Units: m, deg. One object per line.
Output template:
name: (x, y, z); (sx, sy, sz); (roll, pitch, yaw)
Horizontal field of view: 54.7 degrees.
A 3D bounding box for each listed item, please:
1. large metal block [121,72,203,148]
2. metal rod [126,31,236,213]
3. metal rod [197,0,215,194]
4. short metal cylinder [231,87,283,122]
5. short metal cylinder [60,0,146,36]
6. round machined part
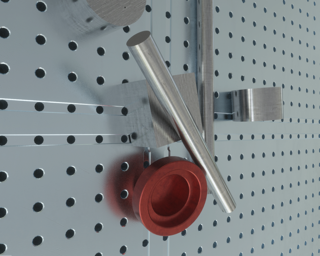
large metal block: (0.004, -0.024, 0.396); (0.081, 0.050, 0.079); (-16, 100, -39)
metal rod: (0.042, 0.018, 0.379); (0.025, 0.025, 0.299); (-54, 133, -26)
metal rod: (0.069, -0.052, 0.466); (0.025, 0.025, 0.298); (-1, 91, -40)
short metal cylinder: (0.158, -0.038, 0.506); (0.081, 0.080, 0.050); (-7, 95, -40)
short metal cylinder: (-0.062, -0.147, 0.340); (0.081, 0.050, 0.080); (0, 90, -40)
round machined part: (0.009, 0.083, 0.396); (0.099, 0.042, 0.097); (-7, 105, -29)
